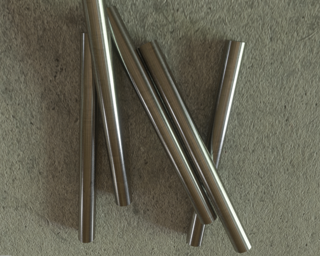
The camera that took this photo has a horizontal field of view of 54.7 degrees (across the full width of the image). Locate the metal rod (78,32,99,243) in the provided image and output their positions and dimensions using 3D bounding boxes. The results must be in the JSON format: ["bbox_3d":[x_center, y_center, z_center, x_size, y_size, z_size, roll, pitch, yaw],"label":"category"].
[{"bbox_3d":[-0.096,0.027,0.418,0.025,0.025,0.298,5,110,-2],"label":"metal rod"}]

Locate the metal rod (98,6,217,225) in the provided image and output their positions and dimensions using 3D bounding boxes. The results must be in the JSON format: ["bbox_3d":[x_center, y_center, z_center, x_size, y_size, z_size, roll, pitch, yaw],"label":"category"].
[{"bbox_3d":[0.002,-0.006,0.393,0.025,0.025,0.299,-24,103,8],"label":"metal rod"}]

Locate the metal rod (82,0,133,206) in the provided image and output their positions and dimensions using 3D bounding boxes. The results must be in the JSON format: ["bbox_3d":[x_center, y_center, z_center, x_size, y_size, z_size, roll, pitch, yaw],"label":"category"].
[{"bbox_3d":[-0.062,-0.028,0.383,0.025,0.025,0.298,-4,116,1],"label":"metal rod"}]

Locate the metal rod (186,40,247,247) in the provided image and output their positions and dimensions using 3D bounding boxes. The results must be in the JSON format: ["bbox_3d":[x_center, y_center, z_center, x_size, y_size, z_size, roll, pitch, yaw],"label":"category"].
[{"bbox_3d":[0.072,0.034,0.422,0.025,0.025,0.298,7,110,-3],"label":"metal rod"}]

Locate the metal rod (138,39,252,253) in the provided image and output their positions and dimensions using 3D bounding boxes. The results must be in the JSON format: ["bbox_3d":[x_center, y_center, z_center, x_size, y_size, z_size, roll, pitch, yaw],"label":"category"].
[{"bbox_3d":[0.049,0.031,0.399,0.025,0.025,0.299,-25,100,8],"label":"metal rod"}]
